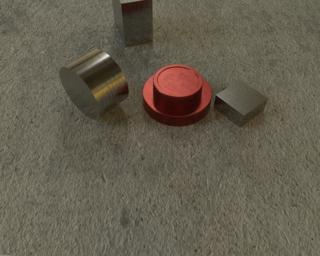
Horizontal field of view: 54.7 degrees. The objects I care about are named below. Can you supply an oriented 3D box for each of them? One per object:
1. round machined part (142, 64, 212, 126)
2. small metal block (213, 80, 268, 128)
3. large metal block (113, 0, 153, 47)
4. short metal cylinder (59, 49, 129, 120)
[{"bbox_3d":[0.024,-0.052,0.437,0.099,0.042,0.098,0,50,0],"label":"round machined part"},{"bbox_3d":[0.112,-0.035,0.434,0.050,0.025,0.050,-32,57,-25],"label":"small metal block"},{"bbox_3d":[-0.049,-0.201,0.536,0.050,0.080,0.080,-14,52,-12],"label":"large metal block"},{"bbox_3d":[-0.088,-0.058,0.415,0.080,0.080,0.050,35,58,25],"label":"short metal cylinder"}]
